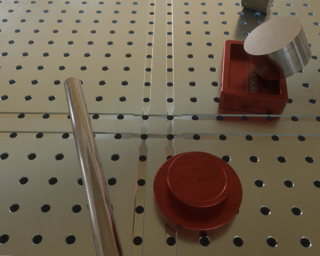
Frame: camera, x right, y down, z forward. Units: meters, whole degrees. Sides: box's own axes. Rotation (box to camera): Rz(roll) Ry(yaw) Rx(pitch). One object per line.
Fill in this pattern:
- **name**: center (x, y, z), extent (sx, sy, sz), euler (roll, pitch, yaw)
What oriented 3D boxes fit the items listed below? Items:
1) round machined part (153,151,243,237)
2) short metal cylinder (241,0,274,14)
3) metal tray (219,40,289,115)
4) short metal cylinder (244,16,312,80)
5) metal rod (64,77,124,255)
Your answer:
- **round machined part**: center (0.042, 0.065, 0.342), extent (0.099, 0.042, 0.098), euler (0, 50, 0)
- **short metal cylinder**: center (0.197, -0.269, 0.599), extent (0.050, 0.080, 0.080), euler (22, 54, 18)
- **metal tray**: center (0.140, -0.081, 0.473), extent (0.090, 0.030, 0.130), euler (8, 50, 6)
- **short metal cylinder**: center (0.170, -0.115, 0.449), extent (0.080, 0.050, 0.080), euler (-25, 39, 22)
- **metal rod**: center (-0.084, 0.043, 0.370), extent (0.025, 0.025, 0.300), euler (-14, 51, -12)
